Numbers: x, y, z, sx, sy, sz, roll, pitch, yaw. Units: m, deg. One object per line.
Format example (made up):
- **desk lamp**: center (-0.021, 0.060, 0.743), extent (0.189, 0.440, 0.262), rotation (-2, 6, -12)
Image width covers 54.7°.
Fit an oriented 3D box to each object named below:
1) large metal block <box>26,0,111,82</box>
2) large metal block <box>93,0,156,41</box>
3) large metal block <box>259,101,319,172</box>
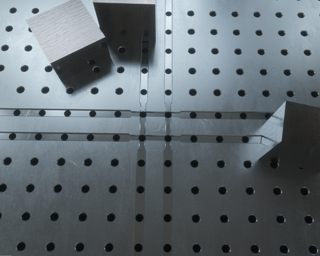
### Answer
- **large metal block**: center (-0.129, -0.127, 0.443), extent (0.080, 0.050, 0.080), rotation (-30, 73, -11)
- **large metal block**: center (-0.046, -0.171, 0.444), extent (0.081, 0.080, 0.050), rotation (2, 70, 0)
- **large metal block**: center (0.177, 0.013, 0.380), extent (0.080, 0.080, 0.050), rotation (13, 71, 4)
